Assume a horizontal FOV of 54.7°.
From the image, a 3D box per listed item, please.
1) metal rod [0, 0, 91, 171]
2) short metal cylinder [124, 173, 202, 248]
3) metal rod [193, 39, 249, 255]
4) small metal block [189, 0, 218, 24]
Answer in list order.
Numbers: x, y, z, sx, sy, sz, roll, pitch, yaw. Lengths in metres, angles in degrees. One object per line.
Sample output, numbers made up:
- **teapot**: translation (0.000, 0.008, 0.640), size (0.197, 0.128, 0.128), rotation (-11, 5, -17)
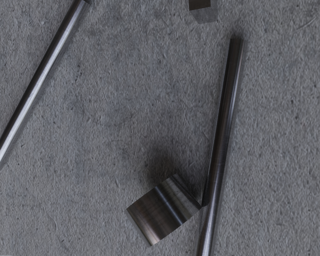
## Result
- **metal rod**: translation (-0.190, -0.061, 0.475), size (0.025, 0.025, 0.299), rotation (36, 101, 16)
- **short metal cylinder**: translation (0.003, 0.099, 0.378), size (0.080, 0.080, 0.050), rotation (-40, 78, 16)
- **metal rod**: translation (0.072, 0.042, 0.383), size (0.025, 0.025, 0.298), rotation (10, 93, 19)
- **small metal block**: translation (0.053, -0.161, 0.377), size (0.025, 0.050, 0.050), rotation (-4, 89, 20)
